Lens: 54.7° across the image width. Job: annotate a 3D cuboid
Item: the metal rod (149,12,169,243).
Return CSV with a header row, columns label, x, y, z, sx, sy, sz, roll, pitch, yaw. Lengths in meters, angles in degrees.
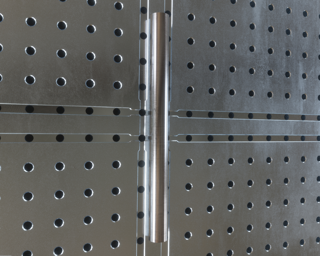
label,x,y,z,sx,sy,sz,roll,pitch,yaw
metal rod,-0.001,-0.001,0.413,0.025,0.025,0.298,0,90,-20
